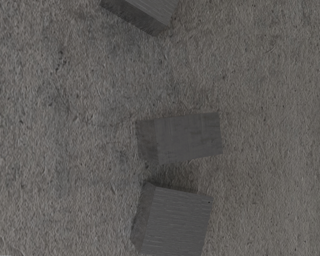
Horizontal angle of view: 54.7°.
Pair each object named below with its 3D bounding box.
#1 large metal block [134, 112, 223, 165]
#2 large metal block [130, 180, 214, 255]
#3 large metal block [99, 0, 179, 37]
[{"bbox_3d":[0.020,0.010,0.387,0.081,0.080,0.050,-8,93,-20],"label":"large metal block"},{"bbox_3d":[0.014,0.117,0.401,0.081,0.050,0.080,15,85,-20],"label":"large metal block"},{"bbox_3d":[-0.018,-0.175,0.388,0.080,0.050,0.080,26,81,-18],"label":"large metal block"}]
